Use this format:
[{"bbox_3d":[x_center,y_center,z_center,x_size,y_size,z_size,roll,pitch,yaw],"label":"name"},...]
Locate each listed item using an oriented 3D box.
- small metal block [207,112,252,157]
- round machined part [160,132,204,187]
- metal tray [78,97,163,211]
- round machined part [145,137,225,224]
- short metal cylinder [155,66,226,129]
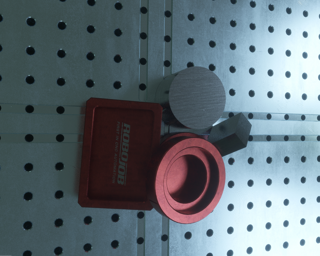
[{"bbox_3d":[0.094,0.011,0.425,0.025,0.050,0.050,49,40,-14],"label":"small metal block"},{"bbox_3d":[0.035,0.054,0.416,0.099,0.042,0.097,0,90,-21],"label":"round machined part"},{"bbox_3d":[-0.048,0.032,0.381,0.091,0.030,0.129,5,88,-6],"label":"metal tray"},{"bbox_3d":[0.026,0.058,0.363,0.099,0.042,0.097,-1,93,-31],"label":"round machined part"},{"bbox_3d":[0.040,-0.038,0.415,0.081,0.050,0.079,0,90,-21],"label":"short metal cylinder"}]
